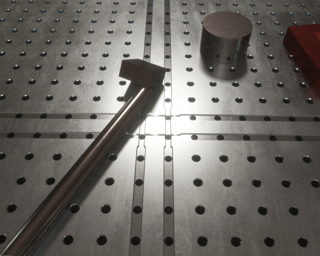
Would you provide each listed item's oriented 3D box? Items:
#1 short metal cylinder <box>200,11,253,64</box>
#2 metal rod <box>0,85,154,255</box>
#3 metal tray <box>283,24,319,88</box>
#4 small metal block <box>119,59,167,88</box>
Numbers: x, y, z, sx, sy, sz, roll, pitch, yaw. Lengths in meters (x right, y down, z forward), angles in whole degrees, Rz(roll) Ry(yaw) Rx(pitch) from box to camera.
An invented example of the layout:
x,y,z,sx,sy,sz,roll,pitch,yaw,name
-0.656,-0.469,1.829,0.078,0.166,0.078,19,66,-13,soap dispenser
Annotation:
x,y,z,sx,sy,sz,roll,pitch,yaw,name
0.110,-0.152,0.521,0.081,0.050,0.080,0,50,0,short metal cylinder
-0.090,0.049,0.365,0.025,0.025,0.301,22,53,17,metal rod
0.274,-0.123,0.512,0.091,0.030,0.130,-5,50,-5,metal tray
-0.025,-0.083,0.463,0.050,0.025,0.050,22,21,17,small metal block
